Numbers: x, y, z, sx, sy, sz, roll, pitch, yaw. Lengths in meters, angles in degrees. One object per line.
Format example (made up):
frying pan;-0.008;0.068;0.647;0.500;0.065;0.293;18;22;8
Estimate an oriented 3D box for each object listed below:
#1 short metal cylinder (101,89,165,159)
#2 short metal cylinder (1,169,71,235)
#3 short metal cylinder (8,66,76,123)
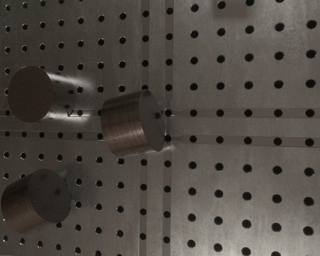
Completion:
short metal cylinder;-0.032;-0.005;0.394;0.050;0.080;0.080;-13;86;19
short metal cylinder;-0.175;0.105;0.443;0.050;0.080;0.080;-26;82;18
short metal cylinder;-0.175;-0.047;0.459;0.080;0.050;0.079;0;90;19
